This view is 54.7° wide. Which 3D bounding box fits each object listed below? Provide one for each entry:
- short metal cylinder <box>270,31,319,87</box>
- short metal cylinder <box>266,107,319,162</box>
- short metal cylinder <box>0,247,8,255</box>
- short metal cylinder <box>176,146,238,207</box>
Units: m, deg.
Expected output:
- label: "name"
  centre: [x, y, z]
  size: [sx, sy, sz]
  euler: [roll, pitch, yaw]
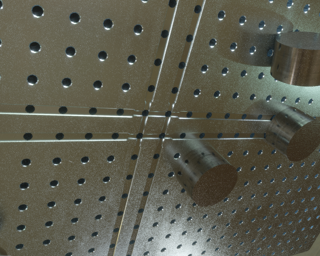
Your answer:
- label: "short metal cylinder"
  centre: [0.198, -0.097, 0.426]
  size: [0.081, 0.080, 0.050]
  euler: [-16, 125, -20]
- label: "short metal cylinder"
  centre: [0.231, 0.011, 0.531]
  size: [0.081, 0.050, 0.079]
  euler: [-14, 125, -21]
- label: "short metal cylinder"
  centre: [-0.226, 0.164, 0.354]
  size: [0.080, 0.080, 0.050]
  euler: [-35, 129, -6]
- label: "short metal cylinder"
  centre: [0.073, 0.075, 0.484]
  size: [0.081, 0.050, 0.079]
  euler: [-14, 125, -21]
